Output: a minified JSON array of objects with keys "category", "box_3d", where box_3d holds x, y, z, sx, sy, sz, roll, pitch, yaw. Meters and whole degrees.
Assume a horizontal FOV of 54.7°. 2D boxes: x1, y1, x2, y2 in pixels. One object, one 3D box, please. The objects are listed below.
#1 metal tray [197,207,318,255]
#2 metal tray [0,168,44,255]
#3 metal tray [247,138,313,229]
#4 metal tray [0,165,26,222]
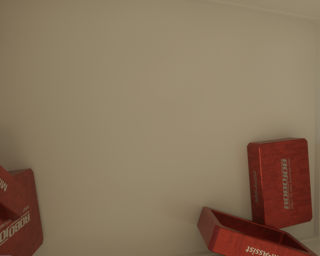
[{"category":"metal tray","box_3d":[0.120,0.145,0.401,0.131,0.090,0.030,18,90,-2]},{"category":"metal tray","box_3d":[-0.156,0.095,0.296,0.030,0.130,0.089,-7,93,0]},{"category":"metal tray","box_3d":[0.185,0.083,0.476,0.091,0.030,0.129,-5,92,-20]},{"category":"metal tray","box_3d":[-0.181,0.044,0.252,0.091,0.129,0.030,-6,56,-1]}]
